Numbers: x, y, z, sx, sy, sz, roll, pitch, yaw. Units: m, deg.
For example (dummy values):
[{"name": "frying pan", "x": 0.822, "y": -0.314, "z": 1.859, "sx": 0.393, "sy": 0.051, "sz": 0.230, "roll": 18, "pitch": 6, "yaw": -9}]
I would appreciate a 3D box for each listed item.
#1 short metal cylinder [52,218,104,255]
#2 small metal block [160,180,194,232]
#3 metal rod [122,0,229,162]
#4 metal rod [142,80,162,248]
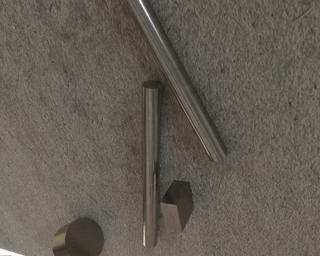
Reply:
[{"name": "short metal cylinder", "x": -0.154, "y": 0.216, "z": 0.586, "sx": 0.050, "sy": 0.080, "sz": 0.080, "roll": -33, "pitch": 100, "yaw": 38}, {"name": "small metal block", "x": 0.026, "y": 0.112, "z": 0.446, "sx": 0.025, "sy": 0.050, "sz": 0.050, "roll": 2, "pitch": 120, "yaw": 27}, {"name": "metal rod", "x": 0.002, "y": -0.089, "z": 0.350, "sx": 0.025, "sy": 0.025, "sz": 0.299, "roll": -19, "pitch": 109, "yaw": 35}, {"name": "metal rod", "x": -0.013, "y": 0.073, "z": 0.458, "sx": 0.025, "sy": 0.025, "sz": 0.298, "roll": 15, "pitch": 125, "yaw": 20}]
